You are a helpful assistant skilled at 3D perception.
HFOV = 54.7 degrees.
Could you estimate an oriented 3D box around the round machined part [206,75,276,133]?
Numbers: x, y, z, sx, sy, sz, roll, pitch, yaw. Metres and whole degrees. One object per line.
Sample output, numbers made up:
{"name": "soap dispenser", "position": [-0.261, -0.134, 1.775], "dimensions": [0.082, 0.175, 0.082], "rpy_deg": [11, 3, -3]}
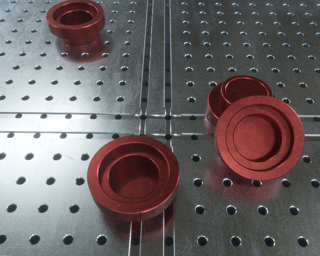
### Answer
{"name": "round machined part", "position": [0.116, -0.036, 0.428], "dimensions": [0.099, 0.042, 0.098], "rpy_deg": [0, 50, 0]}

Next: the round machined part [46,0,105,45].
{"name": "round machined part", "position": [-0.146, -0.185, 0.550], "dimensions": [0.099, 0.042, 0.098], "rpy_deg": [0, 50, 0]}

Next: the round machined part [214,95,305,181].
{"name": "round machined part", "position": [0.114, 0.012, 0.368], "dimensions": [0.099, 0.042, 0.097], "rpy_deg": [0, 85, 3]}

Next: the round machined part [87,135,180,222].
{"name": "round machined part", "position": [-0.028, 0.059, 0.347], "dimensions": [0.099, 0.042, 0.098], "rpy_deg": [0, 50, 0]}
